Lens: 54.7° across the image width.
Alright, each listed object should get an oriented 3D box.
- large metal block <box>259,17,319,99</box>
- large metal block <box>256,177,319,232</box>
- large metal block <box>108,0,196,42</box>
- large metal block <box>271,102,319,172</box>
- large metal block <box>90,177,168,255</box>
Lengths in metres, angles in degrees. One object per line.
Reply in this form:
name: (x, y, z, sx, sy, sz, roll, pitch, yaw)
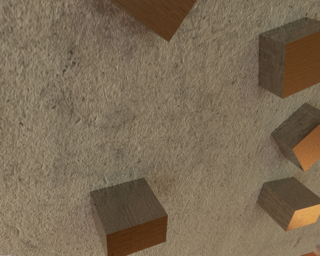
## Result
large metal block: (0.187, -0.098, 0.432, 0.081, 0.050, 0.080, -23, 127, -15)
large metal block: (0.250, 0.143, 0.596, 0.081, 0.080, 0.050, -5, 121, -26)
large metal block: (-0.008, -0.144, 0.297, 0.080, 0.050, 0.080, 26, 104, -37)
large metal block: (0.252, 0.017, 0.538, 0.080, 0.050, 0.080, -43, 129, 1)
large metal block: (-0.044, 0.120, 0.421, 0.081, 0.080, 0.050, -11, 123, -22)
